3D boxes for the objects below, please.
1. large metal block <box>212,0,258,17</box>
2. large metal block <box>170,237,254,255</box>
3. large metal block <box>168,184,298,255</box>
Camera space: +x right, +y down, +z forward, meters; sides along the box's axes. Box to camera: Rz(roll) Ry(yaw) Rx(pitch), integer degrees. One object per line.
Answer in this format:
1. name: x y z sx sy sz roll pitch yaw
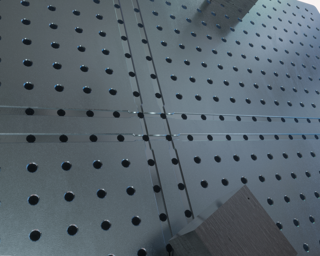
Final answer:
1. large metal block: 0.167 -0.294 0.645 0.080 0.080 0.050 21 54 -16
2. large metal block: 0.060 0.163 0.327 0.081 0.050 0.080 12 57 -22
3. large metal block: 0.070 0.115 0.297 0.081 0.050 0.080 -28 77 -38
